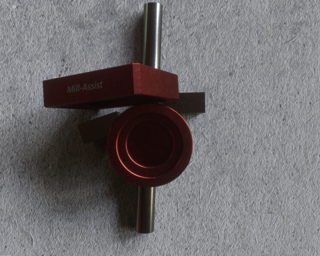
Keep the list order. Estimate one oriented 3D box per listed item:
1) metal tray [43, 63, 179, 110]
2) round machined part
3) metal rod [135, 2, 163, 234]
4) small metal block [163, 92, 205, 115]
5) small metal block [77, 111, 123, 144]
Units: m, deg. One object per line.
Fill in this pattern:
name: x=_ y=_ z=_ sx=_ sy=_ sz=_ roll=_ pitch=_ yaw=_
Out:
metal tray: x=-0.055 y=-0.042 z=0.355 sx=0.130 sy=0.090 sz=0.030 roll=-4 pitch=89 yaw=29
round machined part: x=-0.012 y=0.018 z=0.375 sx=0.099 sy=0.042 sz=0.097 roll=0 pitch=93 yaw=-3
metal rod: x=-0.015 y=-0.013 z=0.411 sx=0.025 sy=0.025 sz=0.298 roll=2 pitch=90 yaw=-1
small metal block: x=0.029 y=-0.030 z=0.399 sx=0.050 sy=0.050 sz=0.025 roll=-2 pitch=90 yaw=-1
small metal block: x=-0.072 y=-0.001 z=0.398 sx=0.050 sy=0.050 sz=0.025 roll=-19 pitch=90 yaw=0
